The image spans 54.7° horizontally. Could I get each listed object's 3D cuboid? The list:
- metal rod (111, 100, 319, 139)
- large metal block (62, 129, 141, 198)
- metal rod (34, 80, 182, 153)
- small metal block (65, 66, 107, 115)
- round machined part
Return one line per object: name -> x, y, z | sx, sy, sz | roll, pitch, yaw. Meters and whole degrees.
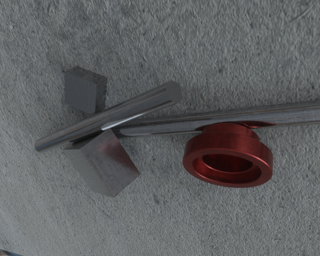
metal rod -> 0.063, -0.008, 0.367 | 0.300, 0.025, 0.025 | -5, 116, 30
large metal block -> -0.086, 0.049, 0.446 | 0.080, 0.050, 0.080 | -8, 118, 57
metal rod -> -0.092, -0.004, 0.423 | 0.299, 0.025, 0.025 | -18, 110, 41
small metal block -> -0.103, -0.051, 0.427 | 0.050, 0.025, 0.050 | 22, 127, 14
round machined part -> 0.078, 0.030, 0.355 | 0.099, 0.042, 0.098 | 11, 150, 7
